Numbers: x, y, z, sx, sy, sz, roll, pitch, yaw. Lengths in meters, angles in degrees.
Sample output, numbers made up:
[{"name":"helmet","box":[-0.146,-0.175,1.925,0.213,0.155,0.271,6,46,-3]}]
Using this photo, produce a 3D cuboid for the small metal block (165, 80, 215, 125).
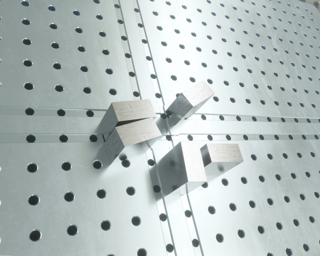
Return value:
[{"name":"small metal block","box":[0.042,-0.036,0.439,0.050,0.050,0.025,-32,80,-38]}]

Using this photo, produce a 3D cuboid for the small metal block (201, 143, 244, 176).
[{"name":"small metal block","box":[0.071,0.042,0.407,0.050,0.050,0.025,2,61,-28]}]

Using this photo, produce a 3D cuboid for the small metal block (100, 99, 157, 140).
[{"name":"small metal block","box":[-0.040,-0.010,0.378,0.050,0.050,0.025,-9,66,-32]}]

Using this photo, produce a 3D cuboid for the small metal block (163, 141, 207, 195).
[{"name":"small metal block","box":[0.029,0.050,0.379,0.025,0.050,0.050,6,59,-26]}]

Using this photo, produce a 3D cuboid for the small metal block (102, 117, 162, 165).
[{"name":"small metal block","box":[-0.034,0.015,0.366,0.050,0.050,0.025,-17,71,-35]}]
